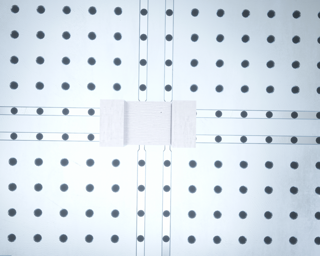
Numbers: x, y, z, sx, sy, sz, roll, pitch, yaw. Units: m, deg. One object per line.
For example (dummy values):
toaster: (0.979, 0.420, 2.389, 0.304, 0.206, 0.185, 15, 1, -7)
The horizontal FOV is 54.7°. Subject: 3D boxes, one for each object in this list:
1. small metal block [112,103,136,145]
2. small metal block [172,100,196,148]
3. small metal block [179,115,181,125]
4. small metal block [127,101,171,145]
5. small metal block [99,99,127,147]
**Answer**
small metal block: (-0.045, -0.005, 0.400, 0.025, 0.050, 0.050, 1, 90, 0)
small metal block: (0.025, -0.004, 0.350, 0.025, 0.050, 0.050, 1, 90, 0)
small metal block: (0.020, -0.004, 0.401, 0.025, 0.050, 0.050, -1, 90, 0)
small metal block: (-0.013, -0.006, 0.364, 0.050, 0.025, 0.050, 1, 90, -1)
small metal block: (-0.051, -0.005, 0.349, 0.025, 0.050, 0.050, 1, 90, 0)
